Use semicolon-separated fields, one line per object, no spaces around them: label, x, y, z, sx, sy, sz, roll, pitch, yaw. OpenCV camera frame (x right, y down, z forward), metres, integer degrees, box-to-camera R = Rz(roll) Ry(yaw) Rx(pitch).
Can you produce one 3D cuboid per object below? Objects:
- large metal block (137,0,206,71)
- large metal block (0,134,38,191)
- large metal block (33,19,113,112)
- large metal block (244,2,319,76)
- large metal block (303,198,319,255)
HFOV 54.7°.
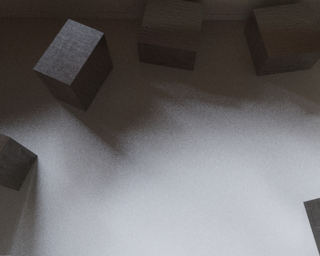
large metal block;0.017;-0.136;0.446;0.080;0.050;0.080;10;70;4
large metal block;-0.208;0.032;0.367;0.080;0.080;0.050;19;71;7
large metal block;-0.108;-0.079;0.409;0.050;0.080;0.080;24;72;8
large metal block;0.175;-0.126;0.444;0.081;0.050;0.080;-8;70;-3
large metal block;0.226;0.116;0.355;0.081;0.050;0.080;-8;70;-3
